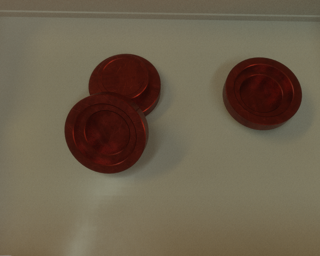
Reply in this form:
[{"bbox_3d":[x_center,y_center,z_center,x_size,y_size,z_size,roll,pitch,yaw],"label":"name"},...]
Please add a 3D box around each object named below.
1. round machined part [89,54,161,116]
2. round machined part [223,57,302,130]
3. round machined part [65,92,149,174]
[{"bbox_3d":[-0.048,-0.060,0.422,0.099,0.042,0.098,0,70,-1],"label":"round machined part"},{"bbox_3d":[0.134,-0.042,0.418,0.099,0.042,0.098,0,70,-1],"label":"round machined part"},{"bbox_3d":[-0.062,0.003,0.382,0.099,0.042,0.097,2,105,7],"label":"round machined part"}]
